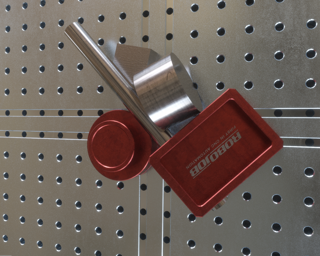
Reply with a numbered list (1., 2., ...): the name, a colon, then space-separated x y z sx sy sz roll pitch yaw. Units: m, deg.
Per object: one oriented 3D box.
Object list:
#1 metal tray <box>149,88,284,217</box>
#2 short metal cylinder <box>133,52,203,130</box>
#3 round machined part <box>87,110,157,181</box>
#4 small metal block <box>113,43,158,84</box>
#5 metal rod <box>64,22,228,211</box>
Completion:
1. metal tray: 0.064 0.028 0.364 0.130 0.030 0.090 -41 85 -1
2. short metal cylinder: 0.011 -0.044 0.378 0.050 0.080 0.080 -26 82 18
3. round machined part: -0.058 0.023 0.422 0.098 0.042 0.097 0 90 19
4. small metal block: -0.036 -0.085 0.425 0.050 0.025 0.050 14 95 19
5. metal rod: -0.021 -0.018 0.401 0.025 0.025 0.300 -41 85 15
